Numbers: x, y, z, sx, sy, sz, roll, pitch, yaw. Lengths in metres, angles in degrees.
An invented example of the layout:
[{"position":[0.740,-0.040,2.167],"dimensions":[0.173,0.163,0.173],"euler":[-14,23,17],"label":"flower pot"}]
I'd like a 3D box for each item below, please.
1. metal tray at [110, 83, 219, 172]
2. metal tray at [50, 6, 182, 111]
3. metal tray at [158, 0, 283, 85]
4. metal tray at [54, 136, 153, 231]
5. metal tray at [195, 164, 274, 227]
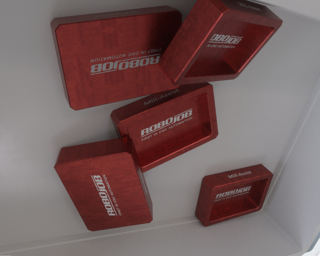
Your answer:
[{"position":[0.011,-0.003,0.408],"dimensions":[0.131,0.030,0.090],"euler":[-24,127,-14],"label":"metal tray"},{"position":[-0.041,-0.077,0.335],"dimensions":[0.131,0.030,0.089],"euler":[-15,125,-20],"label":"metal tray"},{"position":[0.069,-0.092,0.337],"dimensions":[0.131,0.030,0.089],"euler":[-14,149,-47],"label":"metal tray"},{"position":[-0.066,0.076,0.395],"dimensions":[0.090,0.030,0.129],"euler":[-10,126,4],"label":"metal tray"},{"position":[0.131,0.118,0.549],"dimensions":[0.131,0.030,0.089],"euler":[-7,122,-25],"label":"metal tray"}]
